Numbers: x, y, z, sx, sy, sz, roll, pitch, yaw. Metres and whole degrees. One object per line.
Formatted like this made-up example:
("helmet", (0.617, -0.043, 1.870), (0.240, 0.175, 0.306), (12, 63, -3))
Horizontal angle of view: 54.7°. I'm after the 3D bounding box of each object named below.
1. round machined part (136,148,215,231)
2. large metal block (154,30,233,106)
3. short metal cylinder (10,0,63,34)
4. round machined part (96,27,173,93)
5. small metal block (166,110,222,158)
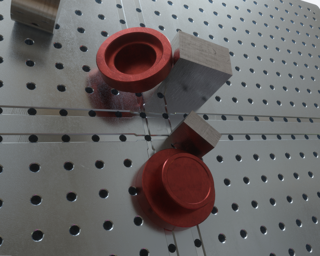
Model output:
("round machined part", (0.025, 0.068, 0.369), (0.099, 0.042, 0.098), (14, 56, -21))
("large metal block", (0.045, -0.083, 0.447), (0.081, 0.080, 0.050), (14, 56, -21))
("short metal cylinder", (-0.151, -0.167, 0.393), (0.050, 0.080, 0.080), (15, 56, -20))
("round machined part", (-0.032, -0.086, 0.414), (0.099, 0.042, 0.098), (-3, 58, 6))
("small metal block", (0.044, 0.012, 0.408), (0.050, 0.050, 0.025), (40, 51, -1))
